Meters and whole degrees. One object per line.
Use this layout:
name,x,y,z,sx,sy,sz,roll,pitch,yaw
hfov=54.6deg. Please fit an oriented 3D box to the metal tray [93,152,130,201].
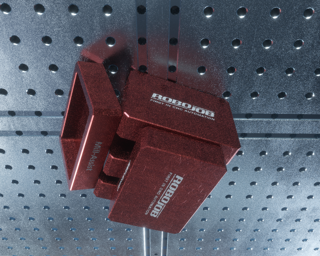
metal tray,-0.017,0.062,0.421,0.131,0.090,0.030,16,128,-14

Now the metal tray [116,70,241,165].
metal tray,0.021,-0.013,0.356,0.131,0.090,0.030,16,129,-13

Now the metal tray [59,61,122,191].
metal tray,-0.087,0.000,0.364,0.030,0.090,0.129,1,134,-30

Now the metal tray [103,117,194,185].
metal tray,0.000,0.029,0.392,0.131,0.090,0.030,15,127,-14

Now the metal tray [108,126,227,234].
metal tray,0.003,0.064,0.343,0.091,0.030,0.129,16,128,-13
